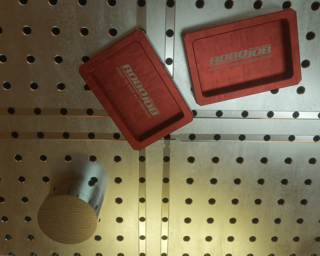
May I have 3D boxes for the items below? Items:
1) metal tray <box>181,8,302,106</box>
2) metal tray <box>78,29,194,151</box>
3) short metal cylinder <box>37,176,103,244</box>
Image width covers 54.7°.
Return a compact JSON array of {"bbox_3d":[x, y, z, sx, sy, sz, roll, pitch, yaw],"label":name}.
[{"bbox_3d":[0.099,-0.086,0.380,0.131,0.030,0.089,-13,110,4],"label":"metal tray"},{"bbox_3d":[-0.027,-0.046,0.393,0.090,0.030,0.130,-30,108,10],"label":"metal tray"},{"bbox_3d":[-0.125,0.116,0.441,0.081,0.050,0.079,0,110,-1],"label":"short metal cylinder"}]
